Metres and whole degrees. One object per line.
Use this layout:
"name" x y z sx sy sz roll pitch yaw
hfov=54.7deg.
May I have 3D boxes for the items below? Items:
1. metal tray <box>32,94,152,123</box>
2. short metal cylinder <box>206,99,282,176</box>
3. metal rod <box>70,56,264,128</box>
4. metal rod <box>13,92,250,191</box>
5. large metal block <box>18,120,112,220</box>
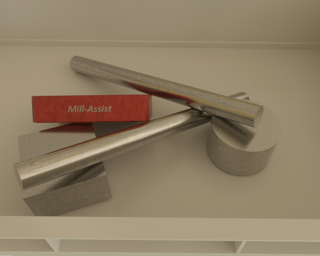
"metal tray" -0.077 -0.026 0.385 0.131 0.030 0.090 -1 6 1
"short metal cylinder" 0.100 0.011 0.378 0.081 0.050 0.080 0 50 0
"metal rod" -0.013 -0.057 0.413 0.300 0.025 0.025 21 52 31
"metal rod" -0.004 0.002 0.353 0.302 0.025 0.025 -19 52 -33
"large metal block" -0.105 0.044 0.345 0.081 0.050 0.080 -15 52 -13
